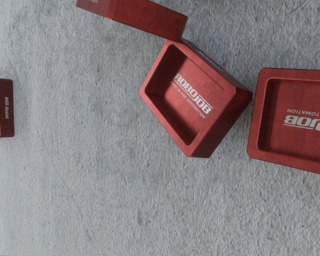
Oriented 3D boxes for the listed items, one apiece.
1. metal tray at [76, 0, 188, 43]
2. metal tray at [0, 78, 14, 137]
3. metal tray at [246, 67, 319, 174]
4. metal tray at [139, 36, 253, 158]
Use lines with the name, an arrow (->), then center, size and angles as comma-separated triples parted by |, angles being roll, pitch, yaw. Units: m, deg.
metal tray -> -0.038, -0.139, 0.370 | 0.130, 0.091, 0.030 | 41, 117, 52
metal tray -> -0.371, -0.042, 0.708 | 0.090, 0.030, 0.129 | -4, 87, 40
metal tray -> 0.150, -0.005, 0.277 | 0.130, 0.030, 0.089 | 12, 98, 39
metal tray -> 0.033, -0.039, 0.357 | 0.089, 0.030, 0.130 | -58, 45, 24
